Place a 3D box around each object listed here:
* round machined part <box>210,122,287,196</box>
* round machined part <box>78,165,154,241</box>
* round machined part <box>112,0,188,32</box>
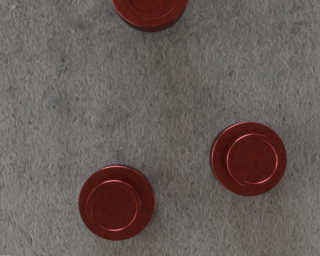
[{"bbox_3d":[0.117,0.041,0.403,0.099,0.042,0.097,0,90,-1],"label":"round machined part"},{"bbox_3d":[-0.057,0.098,0.401,0.099,0.042,0.097,0,90,-1],"label":"round machined part"},{"bbox_3d":[-0.012,-0.172,0.401,0.099,0.042,0.097,0,90,-1],"label":"round machined part"}]
